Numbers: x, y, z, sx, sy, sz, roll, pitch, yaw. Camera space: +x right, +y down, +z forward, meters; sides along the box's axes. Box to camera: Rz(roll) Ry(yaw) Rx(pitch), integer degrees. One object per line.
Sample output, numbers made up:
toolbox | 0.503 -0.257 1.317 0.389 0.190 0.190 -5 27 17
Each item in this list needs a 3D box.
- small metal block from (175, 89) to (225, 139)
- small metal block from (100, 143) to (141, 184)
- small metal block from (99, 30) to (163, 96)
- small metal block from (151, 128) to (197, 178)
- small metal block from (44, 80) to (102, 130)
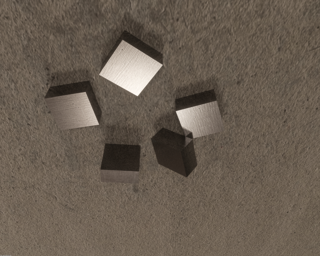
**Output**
small metal block | 0.051 -0.016 0.394 0.050 0.025 0.050 -14 129 11
small metal block | -0.054 0.049 0.432 0.050 0.050 0.025 4 130 -4
small metal block | -0.032 -0.071 0.346 0.050 0.025 0.050 28 124 -22
small metal block | 0.020 0.033 0.418 0.050 0.025 0.050 21 142 36
small metal block | -0.105 -0.027 0.383 0.050 0.025 0.050 -8 130 6
